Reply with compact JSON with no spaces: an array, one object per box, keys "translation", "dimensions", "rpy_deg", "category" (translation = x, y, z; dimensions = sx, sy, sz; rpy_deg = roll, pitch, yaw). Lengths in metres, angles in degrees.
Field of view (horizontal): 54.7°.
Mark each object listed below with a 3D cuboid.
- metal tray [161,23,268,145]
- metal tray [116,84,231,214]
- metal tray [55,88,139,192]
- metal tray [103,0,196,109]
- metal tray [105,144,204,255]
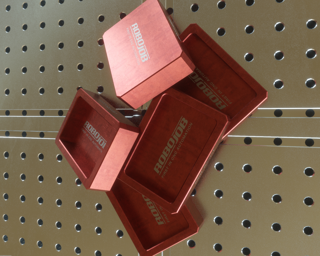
[{"translation":[0.057,-0.054,0.389],"dimensions":[0.090,0.030,0.130],"rpy_deg":[-45,77,14],"category":"metal tray"},{"translation":[0.014,0.024,0.372],"dimensions":[0.090,0.030,0.129],"rpy_deg":[30,99,17],"category":"metal tray"},{"translation":[-0.088,0.011,0.407],"dimensions":[0.130,0.030,0.090],"rpy_deg":[37,103,47],"category":"metal tray"},{"translation":[-0.019,-0.096,0.384],"dimensions":[0.090,0.030,0.130],"rpy_deg":[-32,50,16],"category":"metal tray"},{"translation":[-0.014,0.095,0.414],"dimensions":[0.090,0.030,0.130],"rpy_deg":[-34,79,16],"category":"metal tray"}]
